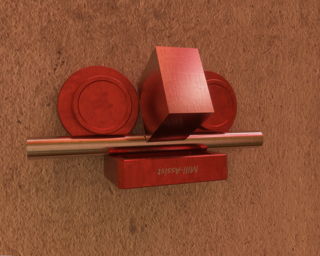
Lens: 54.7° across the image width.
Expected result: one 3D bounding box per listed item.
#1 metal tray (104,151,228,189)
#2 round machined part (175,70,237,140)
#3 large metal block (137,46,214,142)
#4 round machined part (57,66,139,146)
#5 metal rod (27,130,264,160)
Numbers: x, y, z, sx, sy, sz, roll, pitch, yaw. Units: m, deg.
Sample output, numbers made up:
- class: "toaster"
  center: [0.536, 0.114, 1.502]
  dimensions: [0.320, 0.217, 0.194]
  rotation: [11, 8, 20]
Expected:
- class: "metal tray"
  center: [0.004, 0.046, 0.378]
  dimensions: [0.131, 0.090, 0.030]
  rotation: [-1, 91, -20]
- class: "round machined part"
  center: [0.065, -0.031, 0.425]
  dimensions: [0.099, 0.042, 0.097]
  rotation: [0, 90, -21]
- class: "large metal block"
  center: [0.013, -0.036, 0.358]
  dimensions: [0.050, 0.080, 0.080]
  rotation: [-2, 67, -21]
- class: "round machined part"
  center: [-0.072, -0.027, 0.373]
  dimensions: [0.099, 0.042, 0.097]
  rotation: [0, 90, -21]
- class: "metal rod"
  center: [-0.002, 0.019, 0.389]
  dimensions: [0.303, 0.025, 0.025]
  rotation: [-1, 91, -21]
